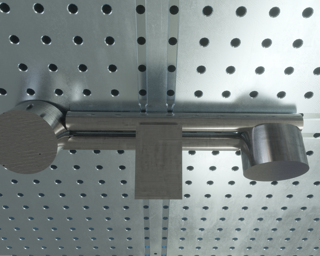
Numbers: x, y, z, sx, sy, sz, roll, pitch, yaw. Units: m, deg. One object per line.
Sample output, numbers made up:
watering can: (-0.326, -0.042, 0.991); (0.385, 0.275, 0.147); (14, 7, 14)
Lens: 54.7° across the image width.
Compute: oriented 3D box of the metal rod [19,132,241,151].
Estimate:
metal rod: (-0.043, 0.018, 0.426); (0.302, 0.025, 0.025); (0, 130, -1)

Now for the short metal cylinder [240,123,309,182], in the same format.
short metal cylinder: (0.148, 0.034, 0.408); (0.081, 0.050, 0.080); (0, 152, 0)

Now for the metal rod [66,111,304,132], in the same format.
metal rod: (0.032, -0.008, 0.404); (0.302, 0.025, 0.025); (1, 130, -1)

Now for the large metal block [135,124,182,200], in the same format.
large metal block: (-0.002, 0.041, 0.371); (0.050, 0.080, 0.080); (1, 172, -1)

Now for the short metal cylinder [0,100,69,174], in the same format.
short metal cylinder: (-0.160, 0.010, 0.383); (0.081, 0.050, 0.079); (0, 107, -1)
